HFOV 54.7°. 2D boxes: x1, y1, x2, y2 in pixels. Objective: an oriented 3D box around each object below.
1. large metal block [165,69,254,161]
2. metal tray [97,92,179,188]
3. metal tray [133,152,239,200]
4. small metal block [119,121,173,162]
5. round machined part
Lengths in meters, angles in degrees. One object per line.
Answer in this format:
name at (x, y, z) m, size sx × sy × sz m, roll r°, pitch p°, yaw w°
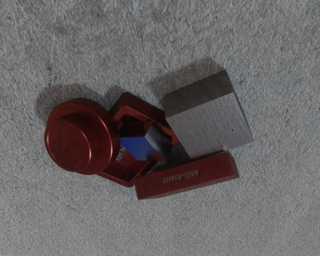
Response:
large metal block at (0.060, -0.013, 0.382) m, size 0.080 × 0.050 × 0.080 m, roll -21°, pitch 127°, yaw 17°
metal tray at (-0.044, 0.022, 0.423) m, size 0.090 × 0.030 × 0.129 m, roll 28°, pitch 125°, yaw -22°
metal tray at (0.040, 0.070, 0.435) m, size 0.130 × 0.030 × 0.090 m, roll -17°, pitch 164°, yaw 15°
small metal block at (-0.020, 0.017, 0.393) m, size 0.050 × 0.025 × 0.050 m, roll -2°, pitch 139°, yaw 39°
round machined part at (-0.102, 0.015, 0.382) m, size 0.098 × 0.042 × 0.097 m, roll 9°, pitch 113°, yaw 22°
